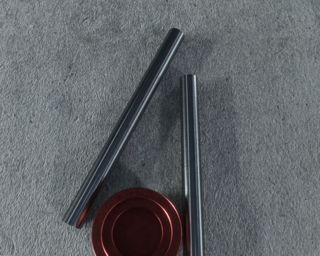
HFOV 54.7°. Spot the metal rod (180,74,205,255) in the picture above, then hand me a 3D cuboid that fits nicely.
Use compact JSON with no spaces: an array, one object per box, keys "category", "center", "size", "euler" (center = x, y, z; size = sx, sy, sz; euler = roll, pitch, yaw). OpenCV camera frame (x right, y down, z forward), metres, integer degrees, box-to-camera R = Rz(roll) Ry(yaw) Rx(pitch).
[{"category":"metal rod","center":[0.039,0.071,0.382],"size":[0.025,0.025,0.299],"euler":[0,70,0]}]

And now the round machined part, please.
[{"category":"round machined part","center":[-0.025,0.120,0.355],"size":[0.099,0.042,0.098],"euler":[0,70,-1]}]

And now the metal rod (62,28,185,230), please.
[{"category":"metal rod","center":[-0.040,-0.013,0.412],"size":[0.025,0.025,0.300],"euler":[24,71,8]}]
